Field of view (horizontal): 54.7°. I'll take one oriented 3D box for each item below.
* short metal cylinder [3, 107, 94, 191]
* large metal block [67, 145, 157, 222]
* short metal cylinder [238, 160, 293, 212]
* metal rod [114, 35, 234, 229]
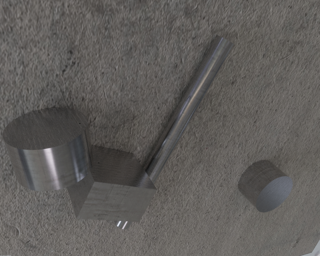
[{"bbox_3d":[-0.113,0.019,0.322,0.081,0.080,0.050,-14,124,-21],"label":"short metal cylinder"},{"bbox_3d":[-0.063,0.066,0.378,0.081,0.080,0.050,15,110,-35],"label":"large metal block"},{"bbox_3d":[0.190,0.105,0.559,0.081,0.050,0.079,-14,124,-21],"label":"short metal cylinder"},{"bbox_3d":[0.012,0.017,0.423,0.025,0.025,0.298,17,109,-35],"label":"metal rod"}]
